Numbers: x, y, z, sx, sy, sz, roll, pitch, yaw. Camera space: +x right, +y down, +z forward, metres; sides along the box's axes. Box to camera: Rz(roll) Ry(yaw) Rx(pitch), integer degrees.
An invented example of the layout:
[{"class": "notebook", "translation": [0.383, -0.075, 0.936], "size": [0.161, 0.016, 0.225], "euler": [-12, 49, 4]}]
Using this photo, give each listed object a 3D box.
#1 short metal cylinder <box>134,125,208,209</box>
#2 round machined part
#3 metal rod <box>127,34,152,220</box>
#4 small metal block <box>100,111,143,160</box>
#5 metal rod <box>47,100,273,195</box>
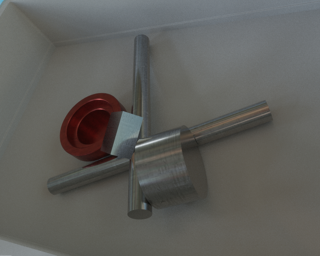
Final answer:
[{"class": "short metal cylinder", "translation": [0.014, 0.042, 0.334], "size": [0.050, 0.080, 0.080], "euler": [-18, 55, 18]}, {"class": "round machined part", "translation": [-0.087, 0.002, 0.436], "size": [0.098, 0.042, 0.098], "euler": [-13, 56, 20]}, {"class": "metal rod", "translation": [-0.025, -0.027, 0.409], "size": [0.025, 0.025, 0.300], "euler": [-18, 48, 18]}, {"class": "small metal block", "translation": [-0.047, 0.008, 0.369], "size": [0.050, 0.025, 0.050], "euler": [2, 76, 66]}, {"class": "metal rod", "translation": [-0.012, 0.030, 0.390], "size": [0.301, 0.025, 0.025], "euler": [-20, 54, 15]}]
